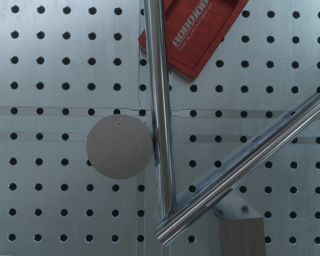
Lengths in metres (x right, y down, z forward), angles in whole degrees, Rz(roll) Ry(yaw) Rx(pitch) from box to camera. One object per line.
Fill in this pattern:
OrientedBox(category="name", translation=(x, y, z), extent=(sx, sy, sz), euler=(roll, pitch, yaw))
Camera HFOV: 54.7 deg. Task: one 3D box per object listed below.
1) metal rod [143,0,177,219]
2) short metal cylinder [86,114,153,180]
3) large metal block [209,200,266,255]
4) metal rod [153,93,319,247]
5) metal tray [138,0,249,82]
OrientedBox(category="metal rod", translation=(0.001, -0.031, 0.391), extent=(0.025, 0.025, 0.298), euler=(-4, 99, 0))
OrientedBox(category="short metal cylinder", translation=(-0.049, 0.023, 0.400), extent=(0.081, 0.050, 0.079), euler=(0, 90, -1))
OrientedBox(category="large metal block", translation=(0.094, 0.141, 0.387), extent=(0.050, 0.080, 0.079), euler=(-5, 90, 0))
OrientedBox(category="metal rod", translation=(0.117, 0.046, 0.403), extent=(0.301, 0.025, 0.025), euler=(-38, 90, -5))
OrientedBox(category="metal tray", translation=(0.043, -0.139, 0.411), extent=(0.090, 0.030, 0.130), euler=(34, 90, -1))
